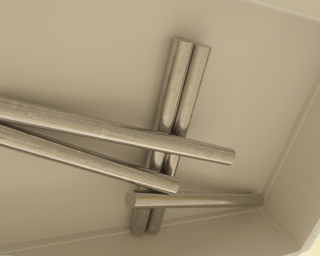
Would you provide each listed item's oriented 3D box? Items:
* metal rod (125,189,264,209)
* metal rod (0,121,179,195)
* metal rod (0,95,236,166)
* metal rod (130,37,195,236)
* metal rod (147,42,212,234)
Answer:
[{"bbox_3d":[0.076,0.116,0.500,0.302,0.025,0.025,12,113,-40],"label":"metal rod"},{"bbox_3d":[-0.100,0.032,0.356,0.302,0.025,0.025,23,106,-31],"label":"metal rod"},{"bbox_3d":[-0.033,0.010,0.371,0.302,0.025,0.025,13,112,-27],"label":"metal rod"},{"bbox_3d":[-0.004,0.029,0.422,0.025,0.025,0.298,-1,119,-28],"label":"metal rod"},{"bbox_3d":[0.019,0.031,0.436,0.025,0.025,0.298,-1,119,-28],"label":"metal rod"}]
